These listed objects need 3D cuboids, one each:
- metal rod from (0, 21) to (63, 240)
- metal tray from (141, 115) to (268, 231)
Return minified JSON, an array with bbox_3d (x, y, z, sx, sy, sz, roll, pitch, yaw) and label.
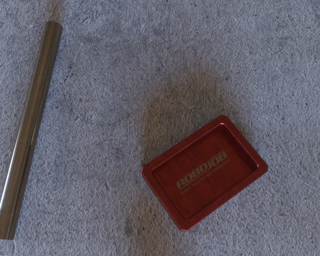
[{"bbox_3d":[-0.170,-0.011,0.410,0.025,0.025,0.299,5,70,1],"label":"metal rod"},{"bbox_3d":[0.054,0.054,0.386,0.131,0.030,0.090,-33,74,-12],"label":"metal tray"}]
